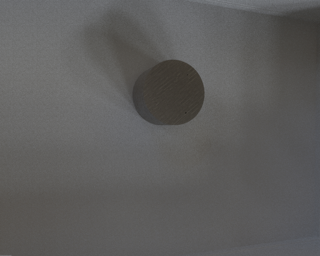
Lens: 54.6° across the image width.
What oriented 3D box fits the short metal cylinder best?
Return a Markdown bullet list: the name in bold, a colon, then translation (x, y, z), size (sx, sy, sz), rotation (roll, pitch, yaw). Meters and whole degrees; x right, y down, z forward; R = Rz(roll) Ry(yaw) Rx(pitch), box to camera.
- **short metal cylinder**: translation (0.010, -0.043, 0.401), size (0.081, 0.050, 0.080), rotation (0, 90, -20)
